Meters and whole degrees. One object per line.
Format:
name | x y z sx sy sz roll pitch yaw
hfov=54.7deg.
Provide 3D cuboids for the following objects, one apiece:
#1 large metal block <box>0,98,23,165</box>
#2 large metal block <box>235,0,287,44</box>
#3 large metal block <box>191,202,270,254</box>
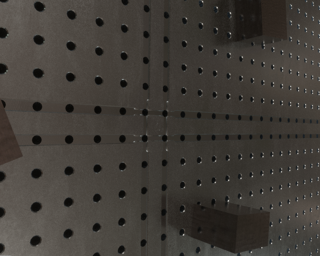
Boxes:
large metal block | -0.165 0.012 0.235 0.081 0.080 0.050 -25 106 -37
large metal block | 0.179 -0.194 0.546 0.081 0.050 0.079 -7 95 -40
large metal block | 0.106 0.145 0.465 0.081 0.080 0.050 9 85 -40
